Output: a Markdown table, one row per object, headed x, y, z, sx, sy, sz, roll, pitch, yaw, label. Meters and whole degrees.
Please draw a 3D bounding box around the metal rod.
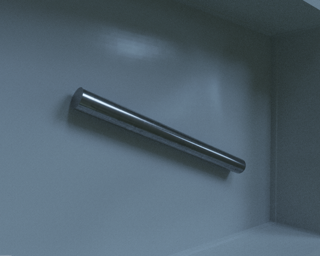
| x | y | z | sx | sy | sz | roll | pitch | yaw | label |
| --- | --- | --- | --- | --- | --- | --- | --- | --- | --- |
| 0.021 | 0.016 | 0.421 | 0.302 | 0.025 | 0.025 | 23 | 75 | -37 | metal rod |
